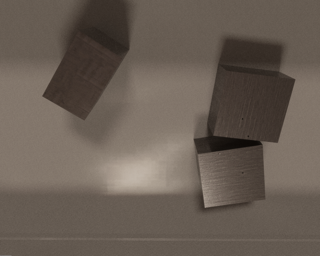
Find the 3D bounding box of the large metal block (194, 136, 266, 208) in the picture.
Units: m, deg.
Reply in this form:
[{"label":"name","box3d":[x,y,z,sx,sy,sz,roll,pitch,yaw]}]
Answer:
[{"label":"large metal block","box3d":[0.093,0.055,0.420,0.080,0.050,0.079,-9,110,2]}]

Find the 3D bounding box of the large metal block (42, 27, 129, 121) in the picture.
[{"label":"large metal block","box3d":[-0.081,-0.066,0.357,0.050,0.080,0.080,32,107,-11]}]

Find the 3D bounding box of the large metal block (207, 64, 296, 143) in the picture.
[{"label":"large metal block","box3d":[0.110,-0.032,0.388,0.081,0.050,0.079,7,110,-3]}]
